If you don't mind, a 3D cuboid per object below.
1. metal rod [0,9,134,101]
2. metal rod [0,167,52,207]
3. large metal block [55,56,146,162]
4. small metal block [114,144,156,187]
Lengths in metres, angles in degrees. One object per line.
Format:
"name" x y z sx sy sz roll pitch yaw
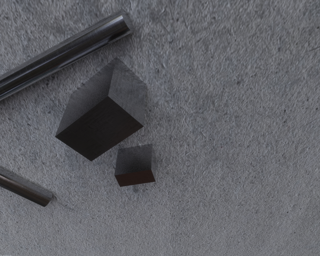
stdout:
"metal rod" -0.166 -0.055 0.357 0.300 0.025 0.025 -22 127 17
"metal rod" -0.289 0.037 0.434 0.301 0.025 0.025 37 121 -28
"large metal block" -0.064 -0.022 0.352 0.080 0.080 0.050 -33 123 24
"small metal block" -0.033 0.052 0.435 0.050 0.050 0.025 -10 130 7
